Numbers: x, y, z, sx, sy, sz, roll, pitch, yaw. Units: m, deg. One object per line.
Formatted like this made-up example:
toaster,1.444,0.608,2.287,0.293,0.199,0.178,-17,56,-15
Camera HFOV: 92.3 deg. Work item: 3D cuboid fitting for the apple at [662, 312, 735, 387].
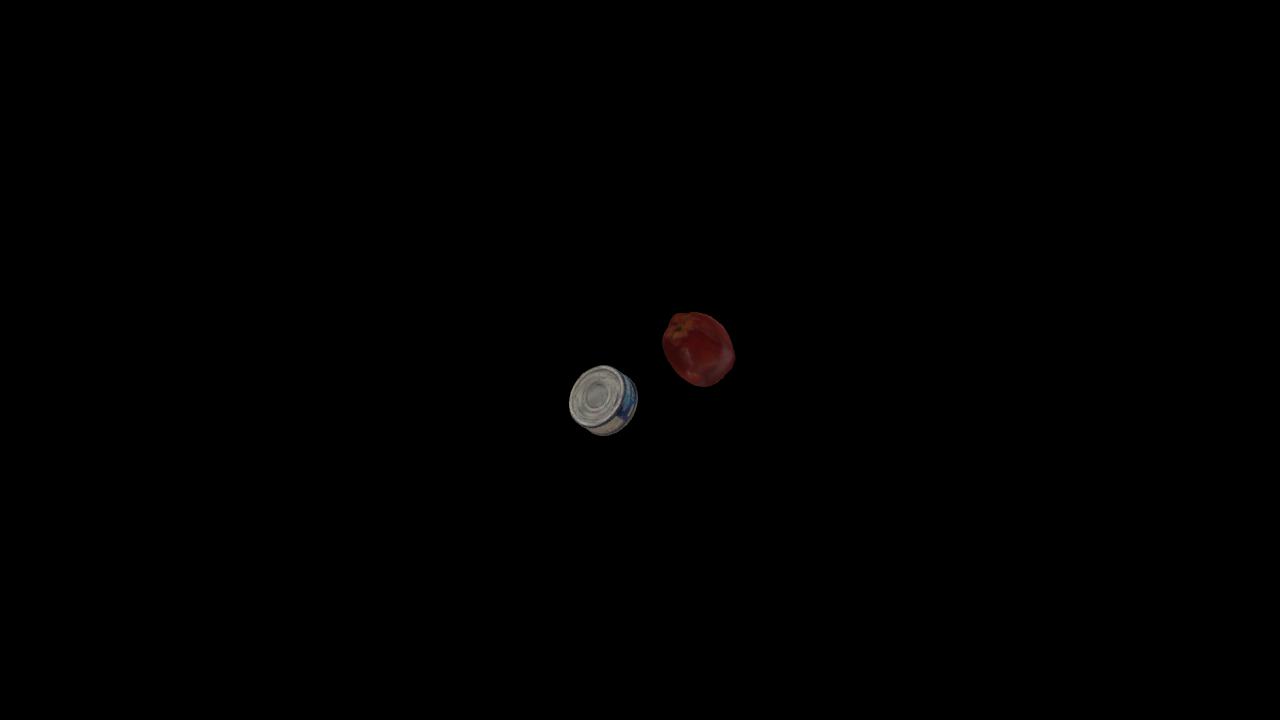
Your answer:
apple,0.066,-0.012,0.698,0.079,0.079,0.093,0,-31,34

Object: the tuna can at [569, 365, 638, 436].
tuna can,-0.047,0.049,0.765,0.084,0.084,0.034,0,-24,31
